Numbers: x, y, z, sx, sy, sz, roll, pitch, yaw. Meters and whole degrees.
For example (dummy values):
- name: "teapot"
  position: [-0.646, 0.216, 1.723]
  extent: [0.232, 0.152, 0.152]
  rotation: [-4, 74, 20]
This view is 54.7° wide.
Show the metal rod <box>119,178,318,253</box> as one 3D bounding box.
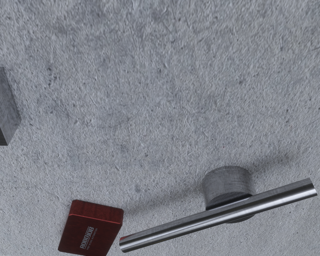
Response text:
- name: "metal rod"
  position: [0.072, 0.133, 0.455]
  extent: [0.300, 0.025, 0.025]
  rotation: [-23, 127, 19]

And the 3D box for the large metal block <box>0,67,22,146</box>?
- name: "large metal block"
  position: [-0.223, -0.025, 0.367]
  extent: [0.081, 0.050, 0.079]
  rotation: [1, 130, -1]

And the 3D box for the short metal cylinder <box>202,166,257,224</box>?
- name: "short metal cylinder"
  position: [0.108, 0.104, 0.480]
  extent: [0.081, 0.050, 0.079]
  rotation: [0, 130, 0]

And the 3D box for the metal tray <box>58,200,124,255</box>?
- name: "metal tray"
  position: [-0.127, 0.187, 0.562]
  extent: [0.091, 0.030, 0.129]
  rotation: [16, 128, -13]
